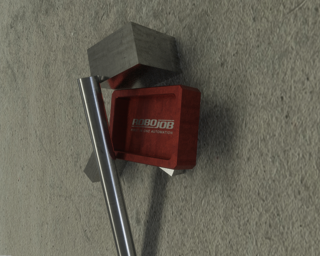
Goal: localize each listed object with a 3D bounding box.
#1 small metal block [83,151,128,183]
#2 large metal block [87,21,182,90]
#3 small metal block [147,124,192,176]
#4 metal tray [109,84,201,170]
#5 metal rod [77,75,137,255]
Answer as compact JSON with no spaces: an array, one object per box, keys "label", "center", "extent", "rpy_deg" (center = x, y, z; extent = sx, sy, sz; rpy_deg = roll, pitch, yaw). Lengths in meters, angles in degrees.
[{"label":"small metal block","center":[-0.075,0.049,0.448],"extent":[0.025,0.050,0.050],"rpy_deg":[42,115,31]},{"label":"large metal block","center":[-0.032,-0.084,0.393],"extent":[0.080,0.081,0.050],"rpy_deg":[-18,79,38]},{"label":"small metal block","center":[0.013,0.025,0.392],"extent":[0.050,0.025,0.050],"rpy_deg":[33,110,35]},{"label":"metal tray","center":[-0.013,-0.002,0.376],"extent":[0.130,0.030,0.089],"rpy_deg":[3,88,47]},{"label":"metal rod","center":[-0.060,0.083,0.399],"extent":[0.025,0.025,0.298],"rpy_deg":[1,107,40]}]
